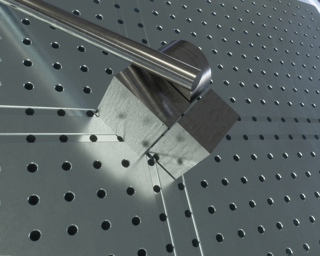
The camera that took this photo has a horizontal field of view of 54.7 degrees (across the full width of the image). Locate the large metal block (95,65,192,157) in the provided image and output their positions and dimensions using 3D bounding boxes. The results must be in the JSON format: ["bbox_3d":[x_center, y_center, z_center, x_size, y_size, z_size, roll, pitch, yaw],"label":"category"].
[{"bbox_3d":[-0.023,-0.023,0.377,0.080,0.080,0.050,44,51,2],"label":"large metal block"}]

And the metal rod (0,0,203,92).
[{"bbox_3d":[-0.090,-0.115,0.364,0.301,0.025,0.025,27,49,16],"label":"metal rod"}]

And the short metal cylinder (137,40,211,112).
[{"bbox_3d":[0.017,-0.064,0.389,0.080,0.080,0.050,45,51,2],"label":"short metal cylinder"}]

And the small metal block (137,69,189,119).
[{"bbox_3d":[0.005,-0.049,0.443,0.050,0.025,0.050,41,51,-1],"label":"small metal block"}]

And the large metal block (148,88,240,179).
[{"bbox_3d":[0.042,0.008,0.390,0.050,0.080,0.080,45,51,2],"label":"large metal block"}]
